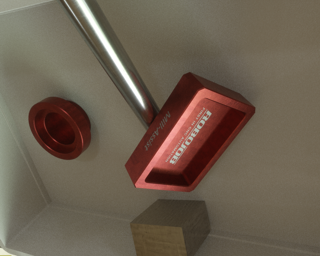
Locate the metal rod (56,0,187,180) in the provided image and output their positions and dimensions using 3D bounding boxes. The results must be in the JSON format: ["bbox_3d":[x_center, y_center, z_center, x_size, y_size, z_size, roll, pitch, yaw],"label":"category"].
[{"bbox_3d":[-0.015,-0.021,0.322,0.025,0.025,0.299,1,145,27],"label":"metal rod"}]

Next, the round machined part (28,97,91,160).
[{"bbox_3d":[-0.146,-0.003,0.470,0.098,0.042,0.097,13,124,20],"label":"round machined part"}]

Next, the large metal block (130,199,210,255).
[{"bbox_3d":[0.017,0.143,0.445,0.080,0.080,0.050,-6,100,30],"label":"large metal block"}]

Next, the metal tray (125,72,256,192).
[{"bbox_3d":[0.032,0.012,0.337,0.129,0.091,0.030,-57,42,22],"label":"metal tray"}]
